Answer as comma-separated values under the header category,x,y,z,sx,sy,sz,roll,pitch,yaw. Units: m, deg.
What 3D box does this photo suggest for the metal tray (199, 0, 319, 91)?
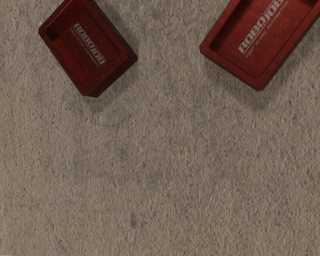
category,x,y,z,sx,sy,sz,roll,pitch,yaw
metal tray,0.120,-0.120,0.363,0.090,0.030,0.129,38,102,15

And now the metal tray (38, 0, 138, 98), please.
category,x,y,z,sx,sy,sz,roll,pitch,yaw
metal tray,-0.105,-0.119,0.441,0.090,0.030,0.130,-40,78,15
